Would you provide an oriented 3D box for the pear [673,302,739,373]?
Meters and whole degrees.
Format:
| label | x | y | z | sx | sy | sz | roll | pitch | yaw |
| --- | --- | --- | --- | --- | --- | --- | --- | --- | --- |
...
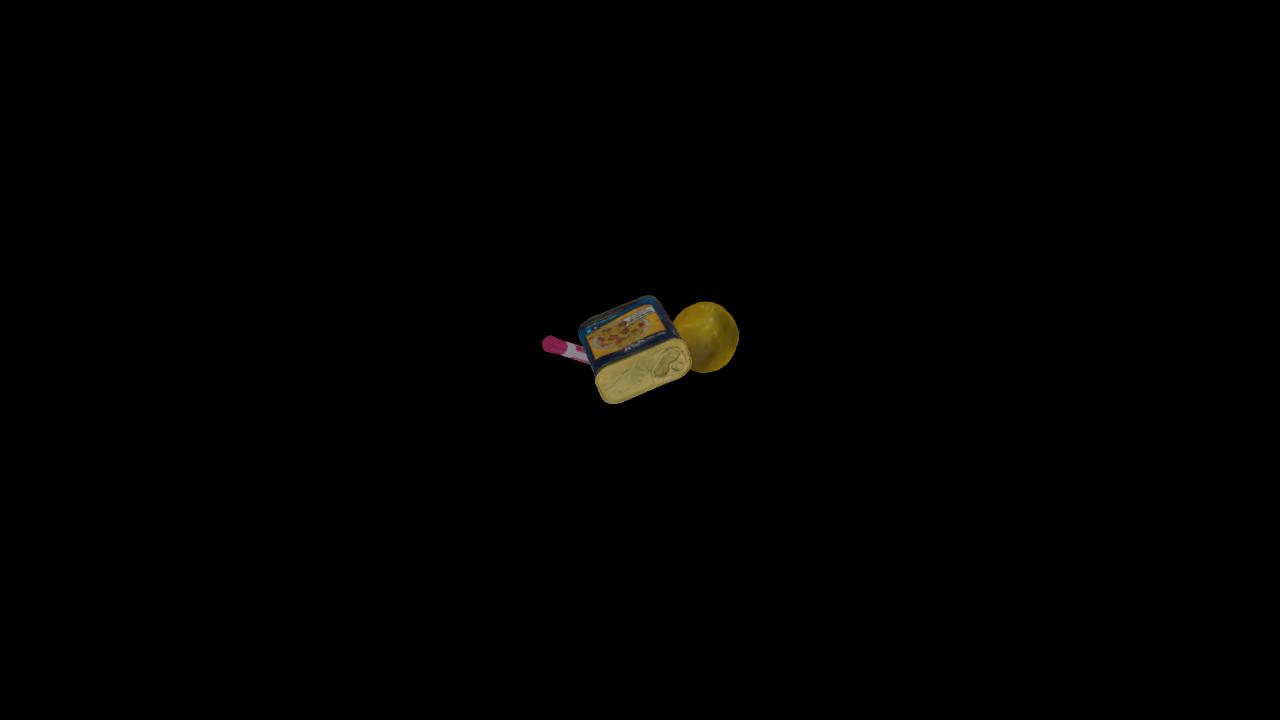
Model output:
| label | x | y | z | sx | sy | sz | roll | pitch | yaw |
| --- | --- | --- | --- | --- | --- | --- | --- | --- | --- |
| pear | 0.052 | -0.018 | 0.682 | 0.111 | 0.080 | 0.080 | -26 | -16 | 37 |

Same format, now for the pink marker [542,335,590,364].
| label | x | y | z | sx | sy | sz | roll | pitch | yaw |
| --- | --- | --- | --- | --- | --- | --- | --- | --- | --- |
| pink marker | -0.068 | -0.007 | 0.714 | 0.020 | 0.020 | 0.121 | 0 | -12 | 36 |

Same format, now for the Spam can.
| label | x | y | z | sx | sy | sz | roll | pitch | yaw |
| --- | --- | --- | --- | --- | --- | --- | --- | --- | --- |
| Spam can | -0.008 | -0.013 | 0.649 | 0.101 | 0.058 | 0.085 | -22 | 45 | -5 |
